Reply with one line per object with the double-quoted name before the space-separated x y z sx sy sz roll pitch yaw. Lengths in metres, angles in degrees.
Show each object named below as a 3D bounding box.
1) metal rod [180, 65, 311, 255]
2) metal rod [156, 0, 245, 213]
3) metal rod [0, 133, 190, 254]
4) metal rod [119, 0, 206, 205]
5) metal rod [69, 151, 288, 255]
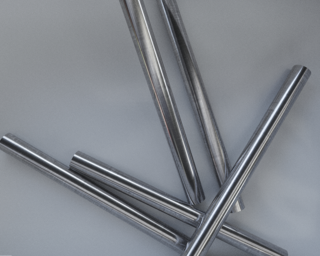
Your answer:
"metal rod" 0.109 0.047 0.391 0.025 0.025 0.300 33 81 -1
"metal rod" 0.054 -0.033 0.412 0.025 0.025 0.298 -19 90 0
"metal rod" -0.075 0.093 0.410 0.301 0.025 0.025 30 90 -1
"metal rod" 0.002 -0.040 0.369 0.025 0.025 0.298 -19 107 0
"metal rod" 0.023 0.105 0.405 0.301 0.025 0.025 25 90 2
